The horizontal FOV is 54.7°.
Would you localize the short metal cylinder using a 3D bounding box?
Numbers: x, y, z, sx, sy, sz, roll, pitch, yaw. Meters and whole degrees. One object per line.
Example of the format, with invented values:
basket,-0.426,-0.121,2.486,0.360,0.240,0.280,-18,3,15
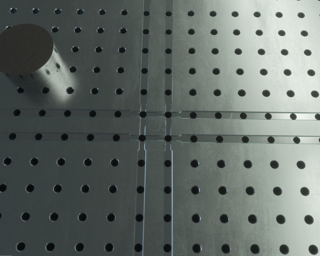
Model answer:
short metal cylinder,-0.181,-0.096,0.431,0.081,0.050,0.080,0,70,0
